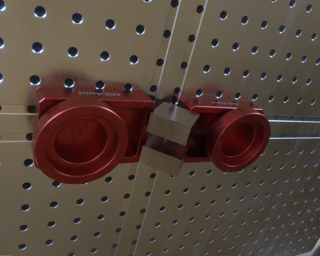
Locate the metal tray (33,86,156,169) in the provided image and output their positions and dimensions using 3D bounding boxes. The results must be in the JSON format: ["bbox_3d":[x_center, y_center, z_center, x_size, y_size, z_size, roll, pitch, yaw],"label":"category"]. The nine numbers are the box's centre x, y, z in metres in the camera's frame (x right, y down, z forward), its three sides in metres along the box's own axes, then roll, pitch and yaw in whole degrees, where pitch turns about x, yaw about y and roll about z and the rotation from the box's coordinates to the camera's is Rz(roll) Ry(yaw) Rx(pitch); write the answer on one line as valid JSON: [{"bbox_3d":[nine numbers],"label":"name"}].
[{"bbox_3d":[-0.078,0.000,0.367,0.131,0.030,0.089,-1,121,-28],"label":"metal tray"}]

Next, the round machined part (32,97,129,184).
[{"bbox_3d":[-0.088,0.010,0.342,0.099,0.042,0.097,-14,124,-21],"label":"round machined part"}]

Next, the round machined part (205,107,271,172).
[{"bbox_3d":[0.108,0.013,0.450,0.099,0.042,0.097,-14,124,-21],"label":"round machined part"}]

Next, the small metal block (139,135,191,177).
[{"bbox_3d":[0.007,0.032,0.400,0.050,0.050,0.025,20,115,11],"label":"small metal block"}]

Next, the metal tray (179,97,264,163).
[{"bbox_3d":[0.081,0.004,0.455,0.131,0.030,0.089,0,118,-29],"label":"metal tray"}]

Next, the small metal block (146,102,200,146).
[{"bbox_3d":[0.017,-0.007,0.382,0.050,0.050,0.025,20,115,11],"label":"small metal block"}]
